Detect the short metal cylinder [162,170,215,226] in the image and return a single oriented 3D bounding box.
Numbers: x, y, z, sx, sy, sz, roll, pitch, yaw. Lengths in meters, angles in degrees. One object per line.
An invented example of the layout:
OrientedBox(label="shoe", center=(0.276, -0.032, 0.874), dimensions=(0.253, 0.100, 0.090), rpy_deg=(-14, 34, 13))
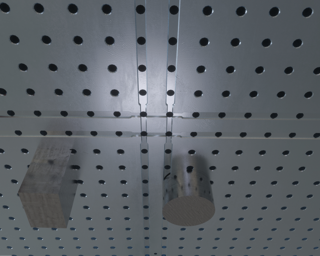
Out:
OrientedBox(label="short metal cylinder", center=(0.044, 0.112, 0.491), dimensions=(0.081, 0.050, 0.079), rpy_deg=(0, 130, 0))

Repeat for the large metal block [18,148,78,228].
OrientedBox(label="large metal block", center=(-0.157, 0.087, 0.448), dimensions=(0.050, 0.080, 0.079), rpy_deg=(3, 130, -2))
